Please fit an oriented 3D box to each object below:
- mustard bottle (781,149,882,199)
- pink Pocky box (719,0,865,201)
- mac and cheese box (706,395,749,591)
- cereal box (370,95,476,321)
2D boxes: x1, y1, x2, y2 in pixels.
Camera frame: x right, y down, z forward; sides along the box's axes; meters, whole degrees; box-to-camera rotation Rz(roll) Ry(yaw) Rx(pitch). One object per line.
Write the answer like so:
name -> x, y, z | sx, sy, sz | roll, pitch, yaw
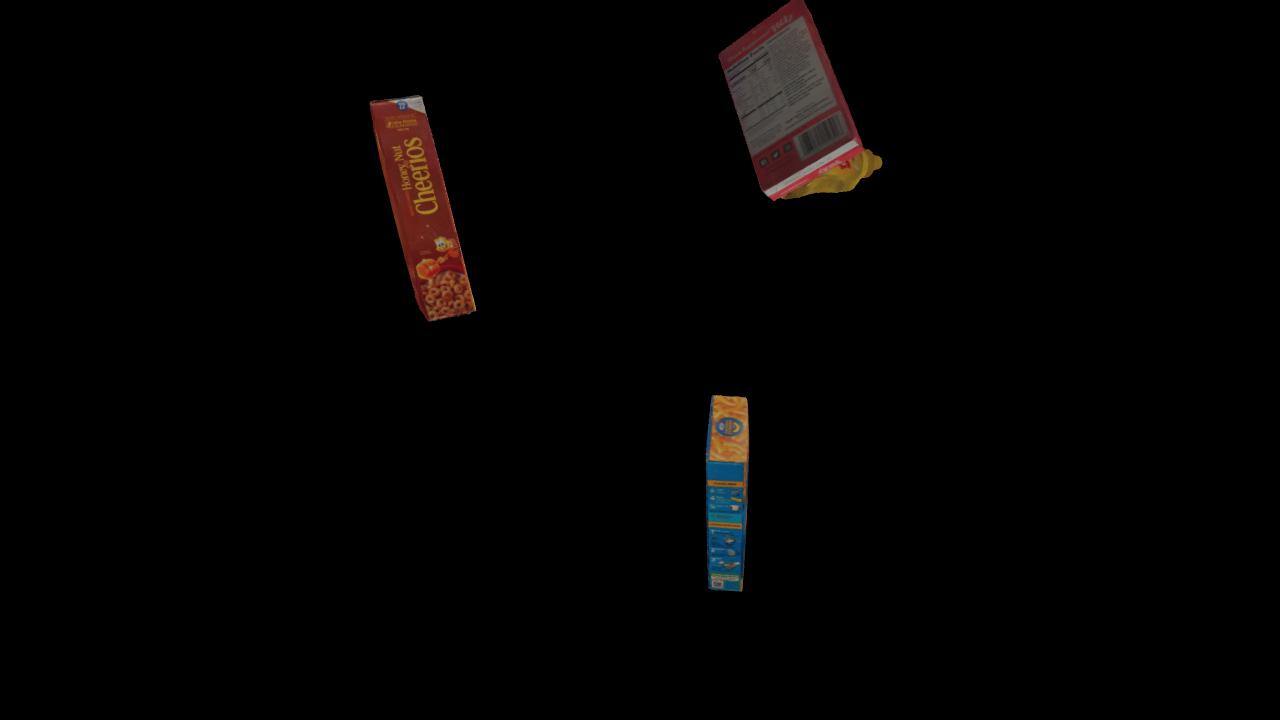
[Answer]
mustard bottle -> 0.285, -0.292, 0.932 | 0.184, 0.092, 0.054 | -9, -35, -14
pink Pocky box -> 0.125, -0.222, 0.523 | 0.084, 0.155, 0.029 | -25, -23, 31
mac and cheese box -> 0.087, 0.136, 0.613 | 0.041, 0.184, 0.093 | 2, 36, 10
cereal box -> -0.332, -0.220, 0.939 | 0.081, 0.306, 0.203 | -15, 13, -20
